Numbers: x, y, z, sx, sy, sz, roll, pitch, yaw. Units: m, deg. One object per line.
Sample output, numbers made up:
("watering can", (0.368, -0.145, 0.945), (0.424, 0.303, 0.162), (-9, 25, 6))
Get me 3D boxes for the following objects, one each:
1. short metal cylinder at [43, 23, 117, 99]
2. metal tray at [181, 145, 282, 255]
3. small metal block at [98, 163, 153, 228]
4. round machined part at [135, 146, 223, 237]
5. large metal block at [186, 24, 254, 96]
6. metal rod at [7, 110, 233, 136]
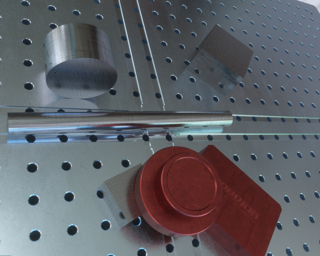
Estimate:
("short metal cylinder", (-0.095, -0.077, 0.370), (0.081, 0.080, 0.050), (0, 62, -28))
("metal tray", (0.086, 0.095, 0.396), (0.130, 0.030, 0.090), (42, 51, 0))
("small metal block", (-0.032, 0.075, 0.346), (0.050, 0.025, 0.050), (-24, 75, -37))
("round machined part", (0.026, 0.065, 0.335), (0.099, 0.042, 0.098), (10, 62, -19))
("large metal block", (0.101, -0.114, 0.519), (0.080, 0.050, 0.080), (34, 51, -6))
("metal rod", (-0.028, -0.009, 0.399), (0.303, 0.025, 0.025), (-2, 63, -30))
